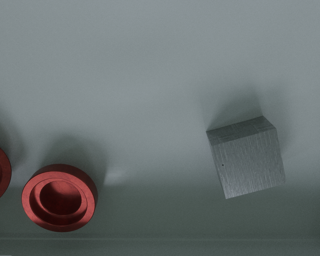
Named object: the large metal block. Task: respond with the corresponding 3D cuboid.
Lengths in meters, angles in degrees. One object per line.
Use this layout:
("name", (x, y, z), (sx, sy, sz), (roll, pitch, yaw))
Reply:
("large metal block", (0.114, 0.038, 0.414), (0.080, 0.050, 0.080), (-16, 110, 5))

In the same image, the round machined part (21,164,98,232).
("round machined part", (-0.136, 0.093, 0.435), (0.099, 0.042, 0.097), (0, 110, -1))

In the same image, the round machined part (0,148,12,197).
("round machined part", (-0.251, 0.057, 0.404), (0.099, 0.042, 0.097), (-6, 101, -33))
